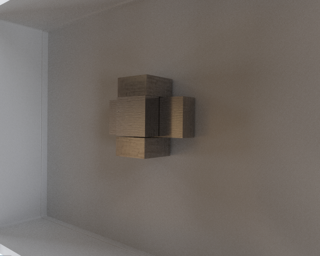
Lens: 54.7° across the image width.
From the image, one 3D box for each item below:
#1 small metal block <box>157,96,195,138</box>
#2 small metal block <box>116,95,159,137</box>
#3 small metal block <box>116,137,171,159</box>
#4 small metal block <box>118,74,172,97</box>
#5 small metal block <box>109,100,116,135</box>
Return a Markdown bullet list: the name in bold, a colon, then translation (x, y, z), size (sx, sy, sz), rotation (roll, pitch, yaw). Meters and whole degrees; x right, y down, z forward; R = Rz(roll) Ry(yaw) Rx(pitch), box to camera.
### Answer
- **small metal block**: translation (0.016, -0.013, 0.392), size (0.050, 0.025, 0.050), rotation (1, 91, 39)
- **small metal block**: translation (-0.029, -0.015, 0.395), size (0.050, 0.025, 0.050), rotation (1, 91, 39)
- **small metal block**: translation (-0.022, 0.024, 0.404), size (0.050, 0.050, 0.025), rotation (1, 91, 40)
- **small metal block**: translation (-0.019, -0.052, 0.404), size (0.050, 0.050, 0.025), rotation (1, 91, 40)
- **small metal block**: translation (-0.046, -0.015, 0.442), size (0.050, 0.025, 0.050), rotation (1, 91, 40)
